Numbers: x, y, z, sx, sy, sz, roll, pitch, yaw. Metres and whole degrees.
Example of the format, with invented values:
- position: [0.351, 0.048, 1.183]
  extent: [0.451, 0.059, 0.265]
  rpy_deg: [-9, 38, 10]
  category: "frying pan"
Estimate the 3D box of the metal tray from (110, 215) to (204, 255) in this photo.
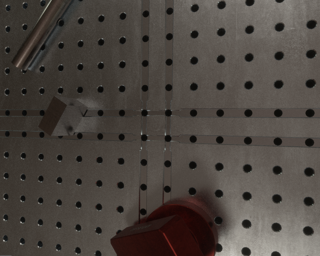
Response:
- position: [-0.001, 0.159, 0.369]
  extent: [0.129, 0.030, 0.090]
  rpy_deg: [-34, 85, 50]
  category: "metal tray"

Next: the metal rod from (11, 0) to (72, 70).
- position: [-0.131, -0.212, 0.457]
  extent: [0.025, 0.025, 0.299]
  rpy_deg: [42, 103, 15]
  category: "metal rod"

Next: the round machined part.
- position: [0.021, 0.146, 0.395]
  extent: [0.098, 0.042, 0.097]
  rpy_deg: [0, 90, 19]
  category: "round machined part"

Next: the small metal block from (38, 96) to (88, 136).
- position: [-0.139, -0.016, 0.447]
  extent: [0.025, 0.050, 0.050]
  rpy_deg: [34, 101, 16]
  category: "small metal block"
